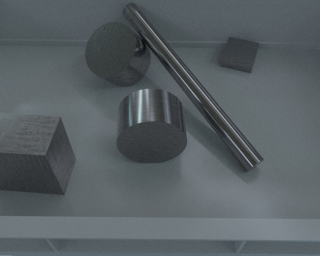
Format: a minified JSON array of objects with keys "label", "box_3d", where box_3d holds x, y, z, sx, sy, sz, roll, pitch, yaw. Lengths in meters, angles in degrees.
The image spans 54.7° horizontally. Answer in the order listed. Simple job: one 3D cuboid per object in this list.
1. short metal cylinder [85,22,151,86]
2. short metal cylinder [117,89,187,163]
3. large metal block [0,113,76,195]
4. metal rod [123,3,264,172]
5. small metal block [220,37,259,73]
[{"label":"short metal cylinder","box_3d":[-0.060,-0.106,0.452,0.080,0.050,0.080,-3,82,21]},{"label":"short metal cylinder","box_3d":[-0.010,-0.001,0.370,0.081,0.080,0.050,-2,50,-2]},{"label":"large metal block","box_3d":[-0.147,0.030,0.342,0.080,0.080,0.050,4,50,3]},{"label":"metal rod","box_3d":[0.034,-0.069,0.424,0.025,0.025,0.299,-27,67,-21]},{"label":"small metal block","box_3d":[0.131,-0.120,0.508,0.050,0.025,0.050,16,52,12]}]
